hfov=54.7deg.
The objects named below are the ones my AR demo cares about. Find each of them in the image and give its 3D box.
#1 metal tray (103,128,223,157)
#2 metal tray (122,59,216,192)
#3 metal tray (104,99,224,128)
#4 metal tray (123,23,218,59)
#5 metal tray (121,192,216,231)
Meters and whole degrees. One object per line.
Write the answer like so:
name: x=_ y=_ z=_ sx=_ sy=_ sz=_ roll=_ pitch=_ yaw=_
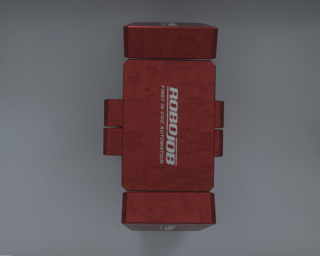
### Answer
metal tray: x=0.004 y=0.015 z=0.378 sx=0.131 sy=0.090 sz=0.030 roll=1 pitch=90 yaw=0
metal tray: x=0.008 y=-0.002 z=0.317 sx=0.091 sy=0.030 sz=0.129 roll=1 pitch=90 yaw=-1
metal tray: x=0.005 y=-0.016 z=0.378 sx=0.131 sy=0.090 sz=0.030 roll=1 pitch=90 yaw=0
metal tray: x=0.010 y=-0.104 z=0.357 sx=0.091 sy=0.130 sz=0.030 roll=1 pitch=111 yaw=0
metal tray: x=0.008 y=0.099 z=0.356 sx=0.091 sy=0.130 sz=0.030 roll=0 pitch=69 yaw=-1
